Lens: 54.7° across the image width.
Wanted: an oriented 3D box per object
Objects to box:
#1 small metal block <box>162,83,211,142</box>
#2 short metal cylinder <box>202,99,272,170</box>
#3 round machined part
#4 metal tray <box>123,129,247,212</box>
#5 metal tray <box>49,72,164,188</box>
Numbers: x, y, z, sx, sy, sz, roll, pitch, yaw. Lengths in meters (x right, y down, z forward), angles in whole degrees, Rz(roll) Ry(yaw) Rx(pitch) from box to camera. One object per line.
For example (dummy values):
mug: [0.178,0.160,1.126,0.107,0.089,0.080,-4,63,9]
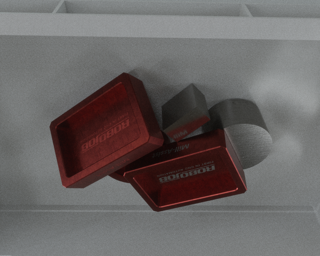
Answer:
small metal block: [0.030,-0.019,0.374,0.050,0.050,0.025,-36,122,24]
short metal cylinder: [0.097,0.009,0.399,0.081,0.050,0.079,0,130,0]
round machined part: [-0.033,0.029,0.421,0.099,0.042,0.097,-1,130,0]
metal tray: [0.032,0.058,0.391,0.130,0.030,0.090,-18,128,20]
metal tray: [-0.068,0.006,0.366,0.130,0.090,0.030,-30,156,22]
